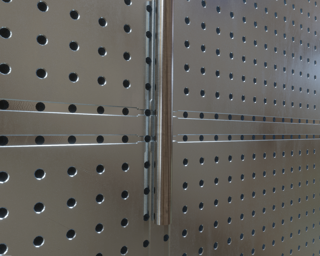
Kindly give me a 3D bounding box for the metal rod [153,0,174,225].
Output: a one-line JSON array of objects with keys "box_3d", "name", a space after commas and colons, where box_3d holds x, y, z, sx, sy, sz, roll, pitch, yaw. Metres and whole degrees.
[{"box_3d": [0.005, -0.024, 0.412, 0.025, 0.025, 0.298, 1, 90, -40], "name": "metal rod"}]
